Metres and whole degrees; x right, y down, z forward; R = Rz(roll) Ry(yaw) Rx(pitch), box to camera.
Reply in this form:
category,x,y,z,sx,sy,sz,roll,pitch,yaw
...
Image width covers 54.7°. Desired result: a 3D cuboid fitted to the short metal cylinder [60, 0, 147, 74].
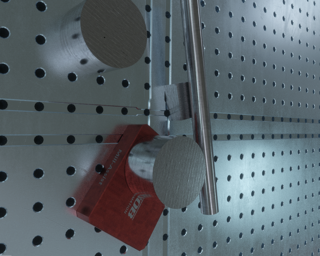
category,x,y,z,sx,sy,sz,roll,pitch,yaw
short metal cylinder,-0.061,-0.102,0.341,0.081,0.050,0.079,0,90,-40

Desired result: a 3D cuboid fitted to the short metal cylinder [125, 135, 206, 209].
category,x,y,z,sx,sy,sz,roll,pitch,yaw
short metal cylinder,0.007,0.049,0.359,0.081,0.050,0.079,0,90,-40

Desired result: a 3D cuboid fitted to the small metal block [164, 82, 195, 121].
category,x,y,z,sx,sy,sz,roll,pitch,yaw
small metal block,0.036,-0.040,0.439,0.050,0.025,0.050,-15,100,-39

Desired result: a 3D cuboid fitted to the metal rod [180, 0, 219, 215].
category,x,y,z,sx,sy,sz,roll,pitch,yaw
metal rod,0.054,-0.030,0.421,0.025,0.025,0.298,-11,97,-40

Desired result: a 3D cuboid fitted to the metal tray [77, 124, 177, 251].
category,x,y,z,sx,sy,sz,roll,pitch,yaw
metal tray,-0.029,0.071,0.382,0.090,0.030,0.130,43,64,-32
